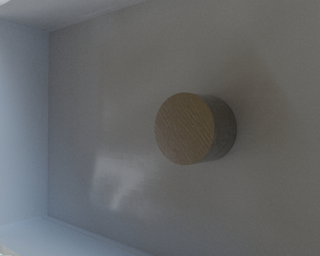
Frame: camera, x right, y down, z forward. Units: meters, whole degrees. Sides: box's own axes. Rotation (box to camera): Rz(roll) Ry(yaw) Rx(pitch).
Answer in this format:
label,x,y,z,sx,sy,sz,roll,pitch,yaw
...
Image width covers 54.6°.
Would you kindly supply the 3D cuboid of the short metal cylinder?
label,x,y,z,sx,sy,sz,roll,pitch,yaw
short metal cylinder,0.041,0.001,0.358,0.080,0.050,0.080,0,90,40
